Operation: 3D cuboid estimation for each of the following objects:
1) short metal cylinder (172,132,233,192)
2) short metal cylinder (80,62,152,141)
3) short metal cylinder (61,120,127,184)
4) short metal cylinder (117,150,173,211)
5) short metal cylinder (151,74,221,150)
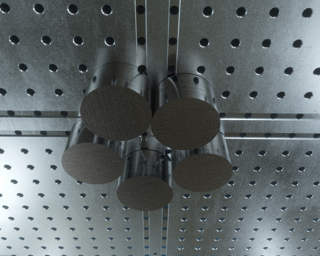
[{"bbox_3d":[0.057,0.045,0.433,0.081,0.050,0.079,0,132,0],"label":"short metal cylinder"},{"bbox_3d":[-0.049,-0.030,0.368,0.081,0.050,0.079,-1,130,0],"label":"short metal cylinder"},{"bbox_3d":[-0.087,0.032,0.421,0.081,0.050,0.079,0,131,0],"label":"short metal cylinder"},{"bbox_3d":[-0.021,0.079,0.461,0.081,0.050,0.079,0,130,0],"label":"short metal cylinder"},{"bbox_3d":[0.030,-0.019,0.378,0.081,0.050,0.079,0,131,0],"label":"short metal cylinder"}]
